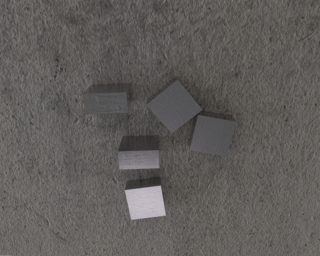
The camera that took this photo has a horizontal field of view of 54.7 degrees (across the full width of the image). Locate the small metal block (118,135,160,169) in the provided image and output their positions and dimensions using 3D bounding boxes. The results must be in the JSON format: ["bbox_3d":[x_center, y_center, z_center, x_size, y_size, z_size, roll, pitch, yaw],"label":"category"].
[{"bbox_3d":[-0.026,0.031,0.407,0.050,0.050,0.025,-2,110,0],"label":"small metal block"}]

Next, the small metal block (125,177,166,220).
[{"bbox_3d":[-0.020,0.101,0.447,0.050,0.025,0.050,-8,110,2],"label":"small metal block"}]

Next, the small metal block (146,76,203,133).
[{"bbox_3d":[0.018,-0.030,0.399,0.050,0.025,0.050,-38,106,13],"label":"small metal block"}]

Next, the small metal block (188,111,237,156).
[{"bbox_3d":[0.068,0.006,0.413,0.050,0.025,0.050,10,110,-4],"label":"small metal block"}]

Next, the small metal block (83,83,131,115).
[{"bbox_3d":[-0.063,-0.037,0.382,0.050,0.050,0.025,-2,110,1],"label":"small metal block"}]
